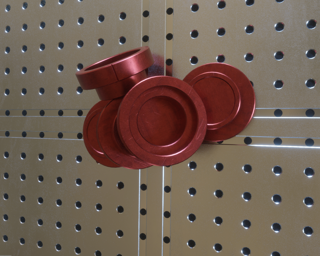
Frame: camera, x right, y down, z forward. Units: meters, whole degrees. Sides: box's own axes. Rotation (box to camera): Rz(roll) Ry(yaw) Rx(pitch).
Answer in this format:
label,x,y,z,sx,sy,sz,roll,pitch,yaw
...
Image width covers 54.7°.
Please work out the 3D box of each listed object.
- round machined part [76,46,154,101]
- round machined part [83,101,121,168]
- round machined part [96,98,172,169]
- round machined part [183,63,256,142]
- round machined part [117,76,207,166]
label,x,y,z,sx,sy,sz,roll,pitch,yaw
round machined part,-0.053,-0.068,0.397,0.098,0.098,0.042,-13,111,19
round machined part,-0.065,0.006,0.425,0.098,0.042,0.097,0,90,19
round machined part,-0.028,0.003,0.387,0.099,0.042,0.097,1,87,-17
round machined part,0.066,-0.032,0.380,0.098,0.042,0.097,0,90,19
round machined part,0.000,-0.007,0.352,0.099,0.042,0.097,0,89,-14
